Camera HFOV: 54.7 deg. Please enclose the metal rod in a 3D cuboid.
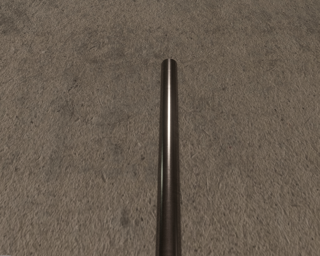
[{"bbox_3d":[0.011,0.016,0.389,0.025,0.025,0.300,1,50,0],"label":"metal rod"}]
